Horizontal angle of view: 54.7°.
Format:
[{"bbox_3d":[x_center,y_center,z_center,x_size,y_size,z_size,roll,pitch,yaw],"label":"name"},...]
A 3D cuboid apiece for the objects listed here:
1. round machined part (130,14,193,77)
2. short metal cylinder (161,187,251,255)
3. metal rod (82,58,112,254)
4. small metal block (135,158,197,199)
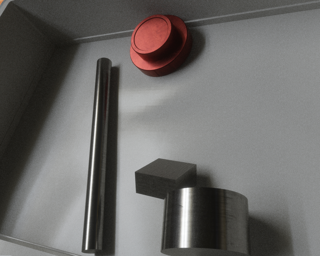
[{"bbox_3d":[-0.004,-0.130,0.466,0.098,0.042,0.098,-11,66,25],"label":"round machined part"},{"bbox_3d":[0.043,0.093,0.291,0.080,0.080,0.050,-9,58,23],"label":"short metal cylinder"},{"bbox_3d":[-0.085,0.017,0.438,0.025,0.025,0.299,-16,55,19],"label":"metal rod"},{"bbox_3d":[0.008,0.057,0.347,0.050,0.050,0.025,6,105,30],"label":"small metal block"}]
